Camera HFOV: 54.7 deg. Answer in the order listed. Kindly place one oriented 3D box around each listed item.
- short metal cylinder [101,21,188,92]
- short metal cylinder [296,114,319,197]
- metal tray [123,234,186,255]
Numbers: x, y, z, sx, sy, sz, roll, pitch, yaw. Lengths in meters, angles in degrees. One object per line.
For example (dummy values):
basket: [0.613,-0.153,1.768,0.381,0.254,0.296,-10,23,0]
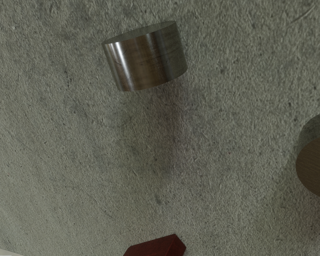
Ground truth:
short metal cylinder: [-0.016,-0.078,0.331,0.080,0.080,0.050,-3,117,29]
short metal cylinder: [0.182,0.028,0.312,0.080,0.050,0.079,13,124,21]
metal tray: [-0.025,0.234,0.522,0.130,0.090,0.030,-31,101,38]
